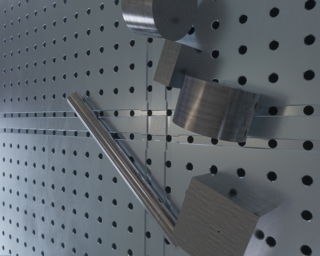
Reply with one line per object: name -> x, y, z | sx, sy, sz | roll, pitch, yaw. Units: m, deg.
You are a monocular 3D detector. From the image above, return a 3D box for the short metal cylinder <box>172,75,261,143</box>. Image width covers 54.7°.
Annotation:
short metal cylinder -> 0.058, -0.022, 0.326 | 0.080, 0.081, 0.050 | 23, 105, 37

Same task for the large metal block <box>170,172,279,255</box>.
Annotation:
large metal block -> 0.068, 0.104, 0.337 | 0.080, 0.050, 0.079 | 28, 107, 36

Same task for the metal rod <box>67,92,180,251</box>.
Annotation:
metal rod -> -0.059, 0.047, 0.458 | 0.300, 0.025, 0.025 | 48, 118, 29

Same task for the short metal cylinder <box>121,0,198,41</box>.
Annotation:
short metal cylinder -> 0.001, -0.149, 0.373 | 0.050, 0.081, 0.079 | 22, 104, 38

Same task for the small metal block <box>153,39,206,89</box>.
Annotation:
small metal block -> 0.024, -0.075, 0.373 | 0.025, 0.050, 0.050 | 29, 108, 36
